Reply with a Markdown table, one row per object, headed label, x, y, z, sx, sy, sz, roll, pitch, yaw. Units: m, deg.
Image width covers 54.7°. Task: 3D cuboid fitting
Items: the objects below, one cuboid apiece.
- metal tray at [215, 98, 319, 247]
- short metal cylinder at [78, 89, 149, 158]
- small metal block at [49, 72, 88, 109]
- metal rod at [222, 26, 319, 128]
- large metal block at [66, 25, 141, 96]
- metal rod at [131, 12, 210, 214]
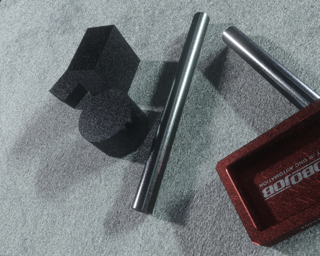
| label | x | y | z | sx | sy | sz | roll | pitch | yaw |
| --- | --- | --- | --- | --- | --- | --- | --- | --- | --- |
| metal tray | 0.128 | 0.041 | 0.290 | 0.130 | 0.030 | 0.090 | -36 | 52 | 18 |
| short metal cylinder | -0.062 | -0.006 | 0.423 | 0.080 | 0.050 | 0.080 | -13 | 56 | 20 |
| small metal block | -0.150 | -0.066 | 0.521 | 0.050 | 0.025 | 0.050 | 28 | 77 | 37 |
| metal rod | 0.160 | -0.031 | 0.338 | 0.025 | 0.025 | 0.300 | -35 | 51 | 4 |
| large metal block | -0.081 | -0.095 | 0.468 | 0.050 | 0.080 | 0.080 | 4 | 64 | 30 |
| metal rod | 0.021 | -0.036 | 0.413 | 0.025 | 0.025 | 0.300 | 4 | 63 | 29 |
